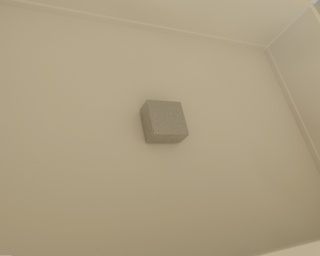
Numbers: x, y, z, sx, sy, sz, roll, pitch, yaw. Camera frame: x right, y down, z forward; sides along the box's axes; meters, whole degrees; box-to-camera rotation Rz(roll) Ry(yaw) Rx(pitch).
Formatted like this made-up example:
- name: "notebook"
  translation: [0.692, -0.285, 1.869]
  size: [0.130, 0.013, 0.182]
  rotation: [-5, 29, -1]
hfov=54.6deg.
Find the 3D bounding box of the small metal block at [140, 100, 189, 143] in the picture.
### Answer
- name: "small metal block"
  translation: [0.005, -0.008, 0.408]
  size: [0.050, 0.025, 0.050]
  rotation: [1, 61, -27]
